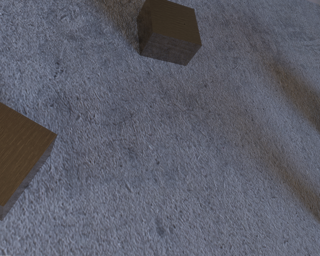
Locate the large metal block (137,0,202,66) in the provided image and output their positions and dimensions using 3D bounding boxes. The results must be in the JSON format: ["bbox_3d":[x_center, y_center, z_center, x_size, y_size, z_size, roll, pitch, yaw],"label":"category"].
[{"bbox_3d":[0.013,-0.152,0.487,0.081,0.050,0.080,8,58,-24],"label":"large metal block"}]

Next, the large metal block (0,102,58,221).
[{"bbox_3d":[-0.157,0.026,0.287,0.080,0.050,0.080,31,52,-8],"label":"large metal block"}]
